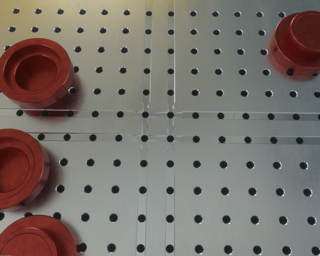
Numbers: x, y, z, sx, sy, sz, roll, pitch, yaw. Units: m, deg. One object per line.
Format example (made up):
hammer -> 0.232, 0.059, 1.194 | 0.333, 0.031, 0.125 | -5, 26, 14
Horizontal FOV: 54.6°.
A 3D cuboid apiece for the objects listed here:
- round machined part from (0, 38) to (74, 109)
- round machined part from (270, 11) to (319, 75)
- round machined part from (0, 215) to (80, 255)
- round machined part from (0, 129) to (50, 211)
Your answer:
round machined part -> -0.167, -0.071, 0.428 | 0.099, 0.042, 0.098 | 0, 70, 0
round machined part -> 0.217, -0.130, 0.451 | 0.099, 0.042, 0.098 | 0, 70, 0
round machined part -> -0.144, 0.148, 0.348 | 0.099, 0.042, 0.098 | 0, 70, 0
round machined part -> -0.186, 0.053, 0.382 | 0.099, 0.042, 0.098 | 0, 70, 0
